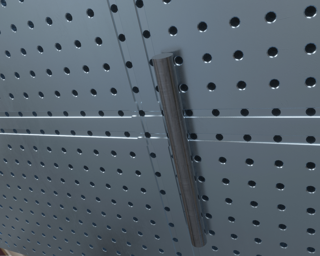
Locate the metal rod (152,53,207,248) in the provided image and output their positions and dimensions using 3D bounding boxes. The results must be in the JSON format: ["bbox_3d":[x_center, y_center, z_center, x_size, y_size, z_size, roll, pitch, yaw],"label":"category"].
[{"bbox_3d":[0.032,0.048,0.422,0.025,0.025,0.298,2,119,27],"label":"metal rod"}]
